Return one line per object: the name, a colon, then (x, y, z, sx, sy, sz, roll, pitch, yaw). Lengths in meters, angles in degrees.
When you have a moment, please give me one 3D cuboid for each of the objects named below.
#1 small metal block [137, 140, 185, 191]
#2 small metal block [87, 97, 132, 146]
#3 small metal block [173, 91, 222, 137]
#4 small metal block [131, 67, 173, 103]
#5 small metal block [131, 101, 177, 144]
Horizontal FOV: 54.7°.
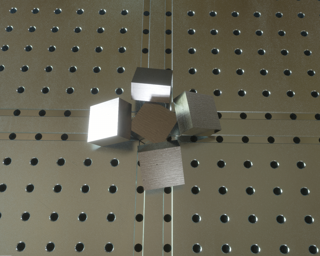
small metal block: (0.001, 0.045, 0.382, 0.050, 0.025, 0.050, -8, 106, -4)
small metal block: (-0.065, -0.007, 0.401, 0.050, 0.025, 0.050, -13, 66, 32)
small metal block: (0.049, -0.018, 0.406, 0.050, 0.025, 0.050, 5, 65, -36)
small metal block: (-0.010, -0.059, 0.420, 0.050, 0.025, 0.050, 6, 34, 2)
small metal block: (-0.008, -0.004, 0.412, 0.050, 0.025, 0.050, 30, 72, 10)
